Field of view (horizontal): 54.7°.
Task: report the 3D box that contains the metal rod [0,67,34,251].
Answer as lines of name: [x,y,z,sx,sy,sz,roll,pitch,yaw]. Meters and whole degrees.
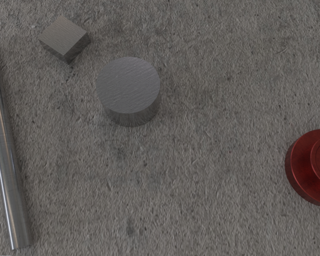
metal rod: [-0.207,0.005,0.404,0.025,0.025,0.299,-18,71,-6]

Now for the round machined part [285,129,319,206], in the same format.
round machined part: [0.212,0.047,0.383,0.099,0.042,0.098,0,70,0]

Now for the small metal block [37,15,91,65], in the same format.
small metal block: [-0.140,-0.129,0.454,0.050,0.025,0.050,34,73,11]

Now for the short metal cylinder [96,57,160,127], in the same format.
short metal cylinder: [-0.040,-0.047,0.411,0.081,0.050,0.080,0,70,0]
